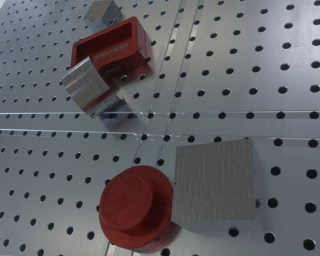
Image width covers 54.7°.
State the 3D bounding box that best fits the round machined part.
[{"bbox_3d":[-0.030,0.088,0.359,0.098,0.042,0.098,-13,56,21],"label":"round machined part"}]

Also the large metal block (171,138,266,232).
[{"bbox_3d":[0.061,0.062,0.322,0.080,0.050,0.080,-8,58,24],"label":"large metal block"}]

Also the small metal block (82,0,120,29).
[{"bbox_3d":[-0.115,-0.221,0.605,0.050,0.025,0.050,10,67,32],"label":"small metal block"}]

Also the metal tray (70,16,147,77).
[{"bbox_3d":[-0.090,-0.129,0.531,0.130,0.030,0.090,-17,55,18],"label":"metal tray"}]

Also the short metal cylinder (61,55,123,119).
[{"bbox_3d":[-0.100,-0.060,0.463,0.050,0.080,0.080,-35,51,5],"label":"short metal cylinder"}]
